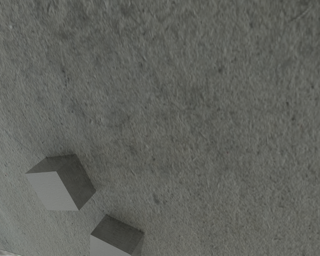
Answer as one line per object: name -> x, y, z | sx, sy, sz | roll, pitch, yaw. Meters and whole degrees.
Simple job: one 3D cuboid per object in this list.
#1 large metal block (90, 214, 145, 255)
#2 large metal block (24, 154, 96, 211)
large metal block -> -0.079, 0.217, 0.564 | 0.080, 0.050, 0.079 | 20, 126, 15
large metal block -> -0.171, 0.095, 0.537 | 0.080, 0.050, 0.080 | -9, 114, 31
